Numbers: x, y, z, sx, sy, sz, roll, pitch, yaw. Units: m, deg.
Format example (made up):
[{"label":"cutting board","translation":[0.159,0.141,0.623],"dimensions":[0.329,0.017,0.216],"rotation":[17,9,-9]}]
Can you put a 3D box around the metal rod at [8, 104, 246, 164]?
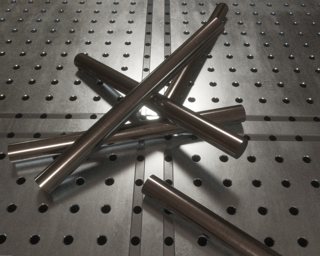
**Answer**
[{"label":"metal rod","translation":[-0.035,0.006,0.402],"dimensions":[0.302,0.025,0.025],"rotation":[-10,51,-9]}]

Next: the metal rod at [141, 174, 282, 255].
[{"label":"metal rod","translation":[0.108,0.132,0.298],"dimensions":[0.300,0.025,0.025],"rotation":[29,56,22]}]

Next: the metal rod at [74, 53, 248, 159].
[{"label":"metal rod","translation":[-0.019,-0.043,0.418],"dimensions":[0.300,0.025,0.025],"rotation":[31,56,32]}]

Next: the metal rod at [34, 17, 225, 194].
[{"label":"metal rod","translation":[-0.028,-0.036,0.384],"dimensions":[0.301,0.025,0.025],"rotation":[-44,62,-13]}]

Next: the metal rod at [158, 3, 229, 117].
[{"label":"metal rod","translation":[0.063,-0.127,0.515],"dimensions":[0.025,0.025,0.301],"rotation":[18,52,14]}]
